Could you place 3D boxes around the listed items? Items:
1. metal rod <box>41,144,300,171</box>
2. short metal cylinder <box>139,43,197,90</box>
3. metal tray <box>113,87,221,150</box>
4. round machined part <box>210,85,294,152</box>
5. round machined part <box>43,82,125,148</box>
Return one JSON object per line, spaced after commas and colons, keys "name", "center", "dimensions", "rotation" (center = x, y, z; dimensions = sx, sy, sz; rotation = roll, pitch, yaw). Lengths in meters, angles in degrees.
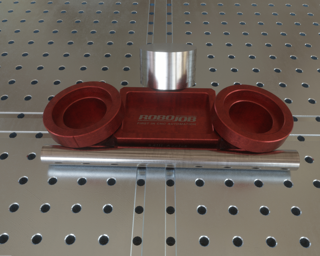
{"name": "metal rod", "center": [0.011, 0.035, 0.373], "dimensions": [0.302, 0.025, 0.025], "rotation": [1, 50, 1]}
{"name": "short metal cylinder", "center": [0.011, -0.090, 0.443], "dimensions": [0.081, 0.050, 0.080], "rotation": [0, 24, 0]}
{"name": "metal tray", "center": [0.010, -0.012, 0.409], "dimensions": [0.131, 0.030, 0.090], "rotation": [1, 51, 0]}
{"name": "round machined part", "center": [0.112, -0.008, 0.392], "dimensions": [0.099, 0.042, 0.098], "rotation": [5, 48, -6]}
{"name": "round machined part", "center": [-0.093, -0.012, 0.395], "dimensions": [0.099, 0.042, 0.098], "rotation": [-5, 47, 6]}
